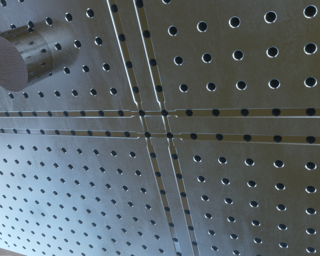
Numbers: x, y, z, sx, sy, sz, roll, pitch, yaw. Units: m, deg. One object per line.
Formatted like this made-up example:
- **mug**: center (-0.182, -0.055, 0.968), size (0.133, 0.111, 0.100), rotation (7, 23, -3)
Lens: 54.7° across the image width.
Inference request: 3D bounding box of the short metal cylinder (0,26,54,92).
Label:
- **short metal cylinder**: center (-0.200, -0.098, 0.438), size (0.080, 0.050, 0.079), rotation (13, 124, 20)
